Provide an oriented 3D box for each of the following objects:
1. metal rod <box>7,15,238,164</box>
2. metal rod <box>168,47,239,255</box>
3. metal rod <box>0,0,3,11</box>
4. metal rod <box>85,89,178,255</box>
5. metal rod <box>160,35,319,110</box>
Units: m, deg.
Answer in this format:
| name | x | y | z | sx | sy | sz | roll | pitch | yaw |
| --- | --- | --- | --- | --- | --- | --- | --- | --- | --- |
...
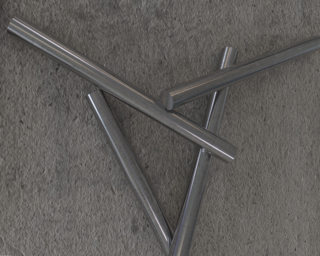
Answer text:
| name | x | y | z | sx | sy | sz | roll | pitch | yaw |
| --- | --- | --- | --- | --- | --- | --- | --- | --- | --- |
| metal rod | -0.037 | -0.041 | 0.373 | 0.301 | 0.025 | 0.025 | 31 | 80 | -9 |
| metal rod | 0.060 | 0.031 | 0.416 | 0.025 | 0.025 | 0.299 | 20 | 78 | -19 |
| metal rod | -0.214 | -0.009 | 0.329 | 0.025 | 0.025 | 0.298 | 13 | 86 | -20 |
| metal rod | -0.018 | 0.090 | 0.402 | 0.025 | 0.025 | 0.299 | -28 | 99 | -18 |
| metal rod | 0.131 | -0.085 | 0.431 | 0.302 | 0.025 | 0.025 | -23 | 98 | -28 |
